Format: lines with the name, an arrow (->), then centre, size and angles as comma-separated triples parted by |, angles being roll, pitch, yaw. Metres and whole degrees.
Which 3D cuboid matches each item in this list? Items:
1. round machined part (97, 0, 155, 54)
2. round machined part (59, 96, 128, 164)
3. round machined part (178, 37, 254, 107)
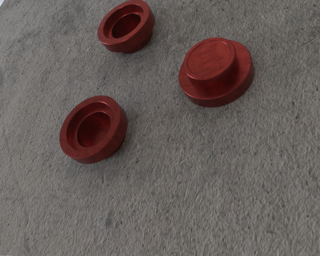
round machined part -> -0.052, -0.165, 0.522 | 0.098, 0.042, 0.098 | -13, 56, 21
round machined part -> -0.088, 0.006, 0.436 | 0.098, 0.042, 0.098 | -13, 56, 21
round machined part -> 0.069, -0.079, 0.405 | 0.098, 0.042, 0.098 | -13, 56, 21
